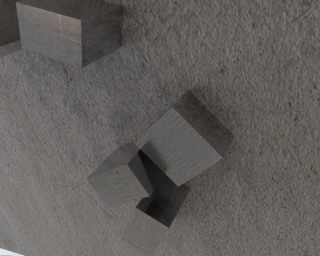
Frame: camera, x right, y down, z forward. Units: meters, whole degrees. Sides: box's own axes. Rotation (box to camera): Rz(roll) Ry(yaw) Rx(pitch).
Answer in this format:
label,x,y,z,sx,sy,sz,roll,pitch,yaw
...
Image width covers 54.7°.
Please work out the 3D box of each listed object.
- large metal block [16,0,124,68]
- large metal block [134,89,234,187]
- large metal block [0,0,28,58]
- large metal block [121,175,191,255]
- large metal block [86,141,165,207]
label,x,y,z,sx,sy,sz,roll,pitch,yaw
large metal block,-0.098,-0.115,0.352,0.080,0.080,0.050,20,126,16
large metal block,0.029,0.014,0.384,0.080,0.050,0.080,45,129,-4
large metal block,-0.209,-0.139,0.395,0.050,0.080,0.080,-22,107,36
large metal block,-0.005,0.124,0.451,0.050,0.080,0.079,30,128,9
large metal block,-0.039,0.057,0.427,0.080,0.080,0.050,-23,106,36
